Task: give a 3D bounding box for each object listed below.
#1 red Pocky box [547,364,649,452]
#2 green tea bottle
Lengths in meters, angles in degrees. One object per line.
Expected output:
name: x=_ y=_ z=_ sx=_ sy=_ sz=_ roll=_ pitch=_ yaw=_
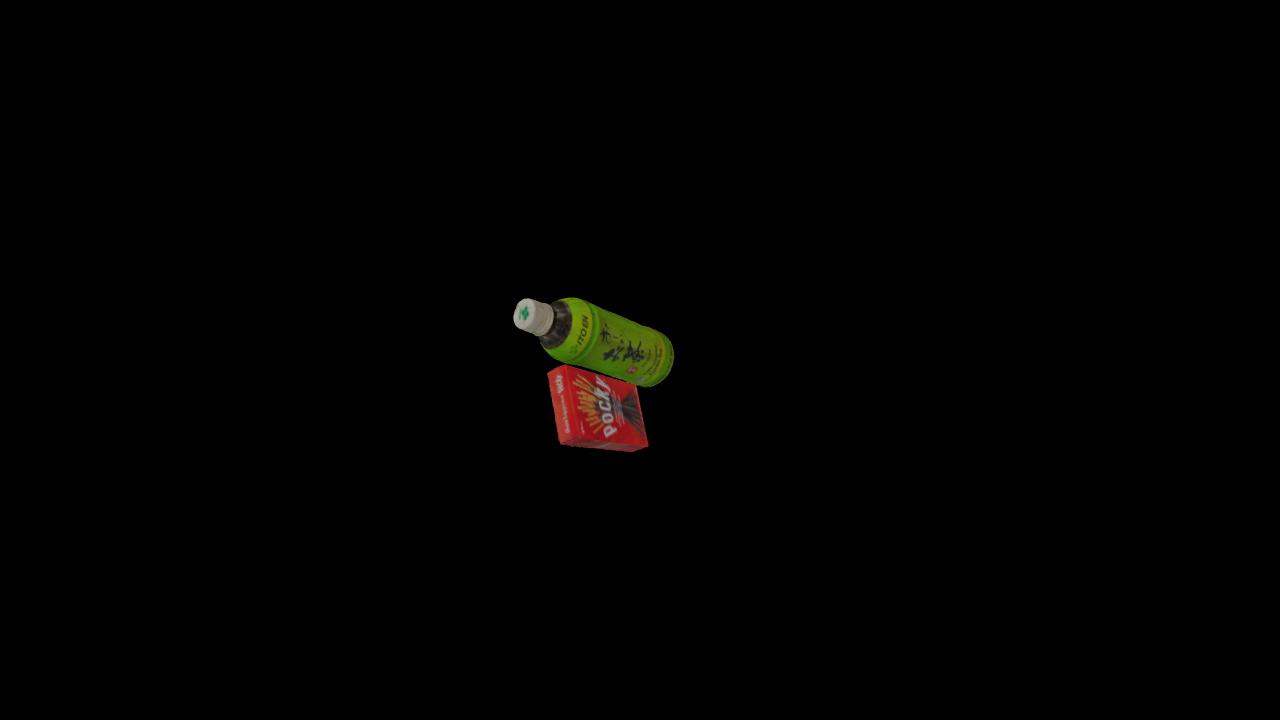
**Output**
red Pocky box: x=-0.043 y=0.059 z=0.697 sx=0.028 sy=0.083 sz=0.155 roll=-20 pitch=-19 yaw=25
green tea bottle: x=-0.047 y=-0.023 z=0.660 sx=0.073 sy=0.073 sz=0.212 roll=0 pitch=-13 yaw=39
